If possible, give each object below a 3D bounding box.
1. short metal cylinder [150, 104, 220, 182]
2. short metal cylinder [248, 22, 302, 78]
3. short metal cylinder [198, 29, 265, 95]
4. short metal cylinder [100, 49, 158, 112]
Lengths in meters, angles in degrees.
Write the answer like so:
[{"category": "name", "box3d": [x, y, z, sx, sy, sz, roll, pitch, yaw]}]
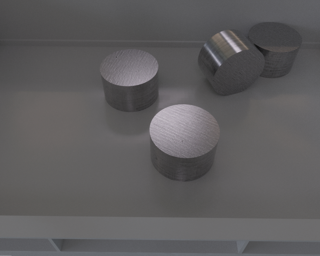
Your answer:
[{"category": "short metal cylinder", "box3d": [0.028, 0.017, 0.374, 0.080, 0.050, 0.080, 0, 50, 0]}, {"category": "short metal cylinder", "box3d": [0.177, -0.125, 0.495, 0.080, 0.050, 0.080, 0, 50, 0]}, {"category": "short metal cylinder", "box3d": [0.102, -0.094, 0.449, 0.081, 0.080, 0.050, -15, 52, -13]}, {"category": "short metal cylinder", "box3d": [-0.042, -0.069, 0.446, 0.080, 0.050, 0.080, 0, 50, 0]}]
